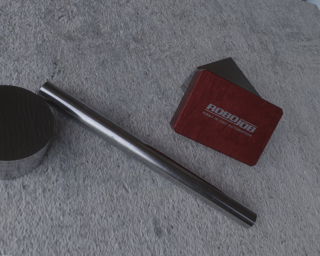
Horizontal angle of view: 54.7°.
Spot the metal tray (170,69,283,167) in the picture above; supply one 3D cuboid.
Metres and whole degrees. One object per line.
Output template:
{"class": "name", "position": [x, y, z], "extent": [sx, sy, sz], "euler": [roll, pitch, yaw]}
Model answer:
{"class": "metal tray", "position": [0.091, -0.013, 0.425], "extent": [0.131, 0.030, 0.090], "euler": [25, 96, -14]}

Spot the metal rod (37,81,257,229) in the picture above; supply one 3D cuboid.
{"class": "metal rod", "position": [-0.010, 0.037, 0.377], "extent": [0.301, 0.025, 0.025], "euler": [33, 51, -7]}

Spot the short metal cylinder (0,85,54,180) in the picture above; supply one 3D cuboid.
{"class": "short metal cylinder", "position": [-0.150, 0.005, 0.304], "extent": [0.081, 0.050, 0.080], "euler": [14, 56, -21]}

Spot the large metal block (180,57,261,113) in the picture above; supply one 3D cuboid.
{"class": "large metal block", "position": [0.092, -0.055, 0.473], "extent": [0.081, 0.050, 0.080], "euler": [-23, 75, -37]}
